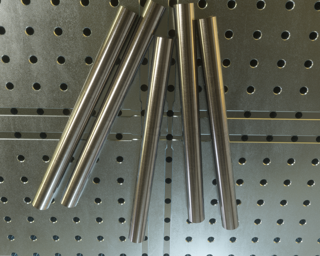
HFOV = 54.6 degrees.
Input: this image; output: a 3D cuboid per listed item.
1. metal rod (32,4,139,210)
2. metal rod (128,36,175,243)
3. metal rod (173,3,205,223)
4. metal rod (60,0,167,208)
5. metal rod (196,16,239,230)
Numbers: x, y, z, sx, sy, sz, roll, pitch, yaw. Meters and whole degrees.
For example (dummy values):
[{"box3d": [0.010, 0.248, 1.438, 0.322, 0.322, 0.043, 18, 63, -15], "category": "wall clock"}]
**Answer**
[{"box3d": [-0.105, -0.014, 0.407, 0.025, 0.025, 0.298, 26, 108, -9], "category": "metal rod"}, {"box3d": [-0.015, 0.029, 0.424, 0.025, 0.025, 0.298, 7, 110, -3], "category": "metal rod"}, {"box3d": [0.041, -0.005, 0.412, 0.025, 0.025, 0.298, -5, 110, 2], "category": "metal rod"}, {"box3d": [-0.068, -0.019, 0.406, 0.025, 0.025, 0.298, 24, 108, -9], "category": "metal rod"}, {"box3d": [0.080, 0.008, 0.417, 0.025, 0.025, 0.298, -9, 110, 3], "category": "metal rod"}]
